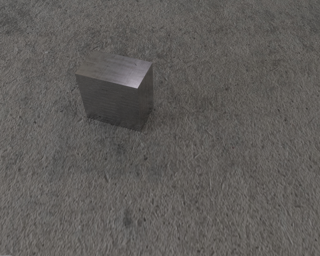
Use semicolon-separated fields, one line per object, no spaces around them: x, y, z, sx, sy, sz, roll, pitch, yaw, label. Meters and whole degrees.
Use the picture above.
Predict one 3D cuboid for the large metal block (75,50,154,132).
-0.055;-0.048;0.408;0.080;0.080;0.050;15;52;12;large metal block
